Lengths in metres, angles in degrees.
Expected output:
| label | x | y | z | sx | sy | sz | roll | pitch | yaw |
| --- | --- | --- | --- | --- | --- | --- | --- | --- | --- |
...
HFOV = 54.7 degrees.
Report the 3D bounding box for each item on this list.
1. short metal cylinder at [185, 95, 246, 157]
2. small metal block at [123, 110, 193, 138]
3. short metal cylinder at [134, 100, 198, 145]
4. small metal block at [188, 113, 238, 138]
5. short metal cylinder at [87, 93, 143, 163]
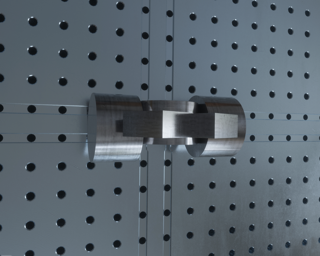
| label | x | y | z | sx | sy | sz | roll | pitch | yaw |
| --- | --- | --- | --- | --- | --- | --- | --- | --- | --- |
| short metal cylinder | 0.068 | -0.002 | 0.408 | 0.050 | 0.080 | 0.079 | 1 | 90 | -19 |
| small metal block | -0.001 | -0.004 | 0.312 | 0.050 | 0.050 | 0.025 | 1 | 90 | -52 |
| short metal cylinder | 0.007 | -0.006 | 0.386 | 0.081 | 0.080 | 0.050 | 1 | 90 | -20 |
| small metal block | 0.050 | -0.002 | 0.336 | 0.050 | 0.050 | 0.025 | 1 | 90 | -51 |
| short metal cylinder | -0.055 | 0.000 | 0.363 | 0.050 | 0.080 | 0.080 | 1 | 90 | -20 |
